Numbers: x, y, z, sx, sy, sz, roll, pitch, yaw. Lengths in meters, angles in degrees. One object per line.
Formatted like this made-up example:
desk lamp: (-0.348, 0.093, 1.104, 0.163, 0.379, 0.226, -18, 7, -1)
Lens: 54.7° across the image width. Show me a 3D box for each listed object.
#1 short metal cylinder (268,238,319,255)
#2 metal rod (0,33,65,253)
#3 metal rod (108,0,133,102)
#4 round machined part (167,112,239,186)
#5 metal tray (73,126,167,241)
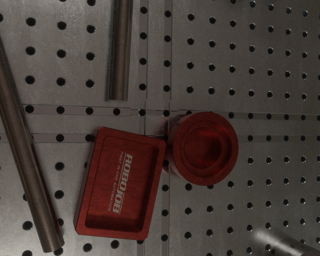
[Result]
short metal cylinder: (0.215, 0.220, 0.481, 0.081, 0.050, 0.079, 0, 90, -20)
metal rod: (-0.164, -0.002, 0.352, 0.025, 0.025, 0.298, -17, 96, -20)
metal rod: (-0.046, -0.183, 0.396, 0.025, 0.025, 0.298, 4, 89, -20)
round machined part: (0.054, 0.027, 0.425, 0.099, 0.042, 0.097, 0, 90, -20)
metal tray: (-0.050, 0.070, 0.392, 0.091, 0.030, 0.129, 13, 85, -20)
